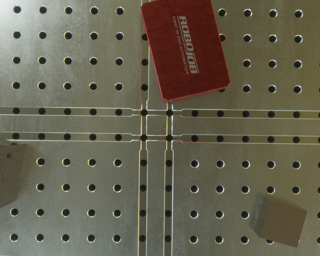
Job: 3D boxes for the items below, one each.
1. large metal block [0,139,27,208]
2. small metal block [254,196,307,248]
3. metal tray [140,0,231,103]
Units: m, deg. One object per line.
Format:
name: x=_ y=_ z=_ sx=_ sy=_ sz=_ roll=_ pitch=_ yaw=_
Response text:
large metal block: x=-0.230 y=0.053 z=0.399 sx=0.080 sy=0.050 sz=0.080 roll=11 pitch=90 yaw=0
small metal block: x=0.161 y=0.125 z=0.415 sx=0.050 sy=0.025 sz=0.050 roll=15 pitch=90 yaw=0
metal tray: x=0.033 y=-0.106 z=0.411 sx=0.091 sy=0.030 sz=0.129 roll=-14 pitch=90 yaw=0
